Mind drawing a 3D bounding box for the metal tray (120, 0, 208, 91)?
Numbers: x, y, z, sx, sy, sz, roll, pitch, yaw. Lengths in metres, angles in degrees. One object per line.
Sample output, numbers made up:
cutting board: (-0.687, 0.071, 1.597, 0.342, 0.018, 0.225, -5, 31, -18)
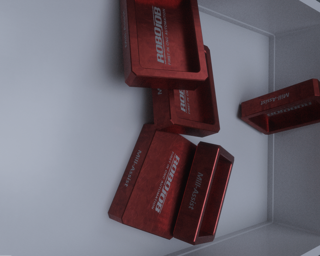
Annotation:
metal tray: (0.003, -0.112, 0.366, 0.091, 0.030, 0.129, 1, 73, -20)

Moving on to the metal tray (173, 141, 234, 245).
metal tray: (0.065, 0.092, 0.434, 0.090, 0.030, 0.129, 32, 72, -60)

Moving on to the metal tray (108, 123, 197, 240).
metal tray: (-0.002, 0.068, 0.404, 0.090, 0.030, 0.130, 33, 69, -35)

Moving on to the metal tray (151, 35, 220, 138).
metal tray: (0.033, -0.057, 0.410, 0.091, 0.030, 0.129, 10, 69, -40)

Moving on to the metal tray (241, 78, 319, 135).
metal tray: (0.215, -0.030, 0.519, 0.090, 0.130, 0.030, 26, 58, -38)
